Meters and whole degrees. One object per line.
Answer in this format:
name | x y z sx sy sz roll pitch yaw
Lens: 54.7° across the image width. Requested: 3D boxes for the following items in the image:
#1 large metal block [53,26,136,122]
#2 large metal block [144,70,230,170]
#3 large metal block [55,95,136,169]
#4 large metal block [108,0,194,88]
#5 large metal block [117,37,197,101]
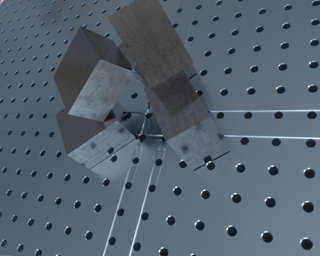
large metal block | -0.086 -0.068 0.393 0.080 0.050 0.080 -53 47 23
large metal block | 0.032 -0.009 0.359 0.050 0.080 0.080 -30 52 9
large metal block | -0.092 -0.003 0.440 0.080 0.050 0.080 -34 52 5
large metal block | -0.010 -0.092 0.343 0.050 0.080 0.080 -31 9 3
large metal block | -0.007 -0.091 0.429 0.080 0.080 0.050 -36 52 4
